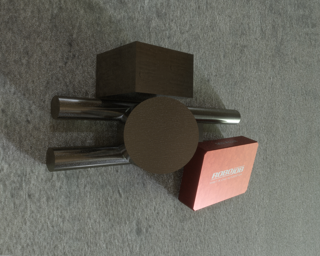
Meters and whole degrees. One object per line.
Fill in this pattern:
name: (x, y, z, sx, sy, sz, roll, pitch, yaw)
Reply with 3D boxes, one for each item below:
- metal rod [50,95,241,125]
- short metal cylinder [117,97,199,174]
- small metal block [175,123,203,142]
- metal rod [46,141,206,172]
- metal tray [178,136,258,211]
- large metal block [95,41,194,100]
metal rod: (0.008, -0.019, 0.415, 0.302, 0.025, 0.025, 1, 90, -40)
short metal cylinder: (-0.004, 0.008, 0.342, 0.081, 0.050, 0.080, 0, 88, -16)
small metal block: (0.021, 0.005, 0.409, 0.050, 0.050, 0.025, 1, 90, -40)
metal rod: (0.004, 0.032, 0.412, 0.302, 0.025, 0.025, 0, 90, -40)
metal tray: (0.090, 0.063, 0.463, 0.131, 0.030, 0.089, -5, 111, -41)
large metal block: (-0.019, -0.060, 0.357, 0.081, 0.080, 0.050, 1, 90, -40)
